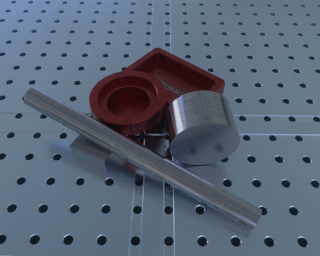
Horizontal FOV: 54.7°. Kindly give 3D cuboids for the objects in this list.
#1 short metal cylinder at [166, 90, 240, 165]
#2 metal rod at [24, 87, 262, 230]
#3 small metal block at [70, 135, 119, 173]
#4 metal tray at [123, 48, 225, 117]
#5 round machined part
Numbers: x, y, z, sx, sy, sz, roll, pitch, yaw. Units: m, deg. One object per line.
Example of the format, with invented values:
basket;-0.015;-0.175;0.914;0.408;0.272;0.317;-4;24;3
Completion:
short metal cylinder;0.049;0.001;0.370;0.081;0.080;0.050;-3;50;-3
metal rod;-0.028;0.029;0.356;0.301;0.025;0.025;28;55;10
small metal block;-0.075;0.022;0.389;0.050;0.025;0.050;22;53;17
metal tray;0.017;-0.063;0.457;0.130;0.030;0.090;32;56;24
round machined part;-0.041;-0.028;0.409;0.099;0.042;0.098;-1;50;1
